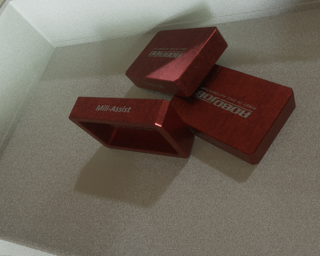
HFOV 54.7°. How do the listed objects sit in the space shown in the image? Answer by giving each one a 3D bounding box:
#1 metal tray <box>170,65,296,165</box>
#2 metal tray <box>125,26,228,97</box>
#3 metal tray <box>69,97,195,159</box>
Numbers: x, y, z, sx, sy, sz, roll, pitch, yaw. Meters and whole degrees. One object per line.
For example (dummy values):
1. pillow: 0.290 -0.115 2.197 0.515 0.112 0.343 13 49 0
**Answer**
1. metal tray: 0.080 -0.024 0.375 0.130 0.030 0.090 29 77 37
2. metal tray: 0.017 -0.093 0.424 0.090 0.030 0.130 -53 35 -12
3. metal tray: -0.034 -0.001 0.380 0.130 0.090 0.030 5 64 30
